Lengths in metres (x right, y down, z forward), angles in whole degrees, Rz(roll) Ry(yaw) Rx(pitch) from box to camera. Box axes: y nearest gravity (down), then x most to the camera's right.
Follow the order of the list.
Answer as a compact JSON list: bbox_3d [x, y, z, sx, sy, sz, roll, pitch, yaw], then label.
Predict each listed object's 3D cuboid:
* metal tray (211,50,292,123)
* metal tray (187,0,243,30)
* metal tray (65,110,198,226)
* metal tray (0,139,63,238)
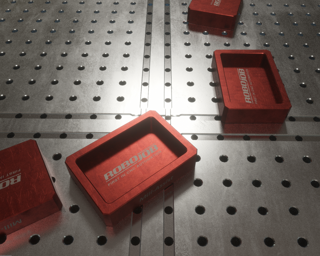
[{"bbox_3d":[0.130,-0.066,0.461,0.091,0.030,0.130,0,50,-1],"label":"metal tray"},{"bbox_3d":[0.114,-0.248,0.614,0.090,0.030,0.130,14,51,11],"label":"metal tray"},{"bbox_3d":[-0.032,0.041,0.369,0.131,0.030,0.090,-31,57,-24],"label":"metal tray"},{"bbox_3d":[-0.186,0.075,0.339,0.131,0.030,0.090,-23,54,-19],"label":"metal tray"}]
